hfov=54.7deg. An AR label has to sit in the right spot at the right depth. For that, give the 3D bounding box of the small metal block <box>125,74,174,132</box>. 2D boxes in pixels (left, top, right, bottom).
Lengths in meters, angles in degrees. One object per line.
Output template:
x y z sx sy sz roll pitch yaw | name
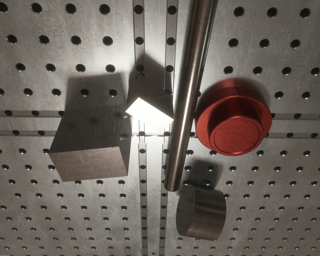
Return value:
-0.011 -0.030 0.370 0.050 0.050 0.025 31 123 -24 | small metal block

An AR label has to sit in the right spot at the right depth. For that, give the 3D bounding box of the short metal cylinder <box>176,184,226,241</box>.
0.063 0.133 0.490 0.050 0.080 0.079 15 129 -13 | short metal cylinder

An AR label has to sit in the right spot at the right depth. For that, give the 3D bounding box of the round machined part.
0.095 -0.001 0.401 0.099 0.042 0.097 -1 130 0 | round machined part

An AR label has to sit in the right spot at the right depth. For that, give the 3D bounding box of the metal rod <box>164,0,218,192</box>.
0.032 -0.022 0.393 0.025 0.025 0.298 4 130 -4 | metal rod

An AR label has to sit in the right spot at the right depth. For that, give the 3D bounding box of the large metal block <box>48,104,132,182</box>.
-0.082 0.017 0.389 0.080 0.080 0.050 -6 130 4 | large metal block
